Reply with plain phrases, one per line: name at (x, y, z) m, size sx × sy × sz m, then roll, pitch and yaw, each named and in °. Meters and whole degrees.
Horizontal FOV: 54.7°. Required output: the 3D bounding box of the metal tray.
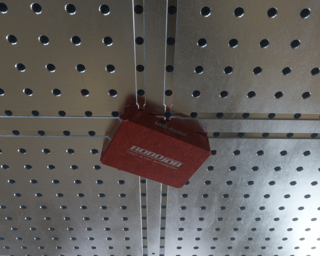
metal tray at (-0.006, 0.031, 0.435) m, size 0.131 × 0.030 × 0.089 m, roll 21°, pitch 127°, yaw -18°
